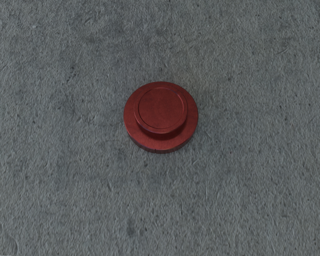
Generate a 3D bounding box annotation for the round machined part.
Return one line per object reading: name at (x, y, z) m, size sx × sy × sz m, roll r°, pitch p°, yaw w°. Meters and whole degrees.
round machined part at (0.001, -0.018, 0.406) m, size 0.099 × 0.042 × 0.098 m, roll 0°, pitch 70°, yaw 0°
